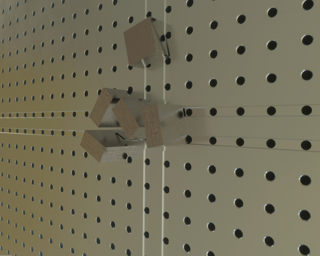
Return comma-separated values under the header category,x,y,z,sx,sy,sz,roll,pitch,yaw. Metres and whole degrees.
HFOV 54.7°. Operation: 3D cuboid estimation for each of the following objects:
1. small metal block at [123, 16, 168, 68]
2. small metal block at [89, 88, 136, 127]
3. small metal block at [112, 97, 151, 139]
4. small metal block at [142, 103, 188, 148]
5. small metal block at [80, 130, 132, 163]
category,x,y,z,sx,sy,sz,roll,pitch,yaw
small metal block,-0.020,-0.115,0.424,0.050,0.025,0.050,-17,79,38
small metal block,-0.066,-0.028,0.445,0.025,0.050,0.050,45,117,30
small metal block,-0.029,-0.013,0.415,0.025,0.050,0.050,-46,63,30
small metal block,0.007,-0.003,0.386,0.025,0.050,0.050,-13,82,39
small metal block,-0.080,0.026,0.456,0.050,0.050,0.025,35,111,34
